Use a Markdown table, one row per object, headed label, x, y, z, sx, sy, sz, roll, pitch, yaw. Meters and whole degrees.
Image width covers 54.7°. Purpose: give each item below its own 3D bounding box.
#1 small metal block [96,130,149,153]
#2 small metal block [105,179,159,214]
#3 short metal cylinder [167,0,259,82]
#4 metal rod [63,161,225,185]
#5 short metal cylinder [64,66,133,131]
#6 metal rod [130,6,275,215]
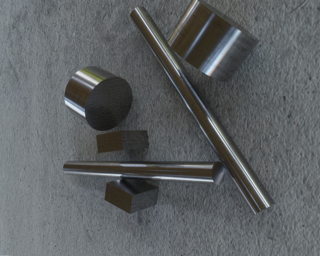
| label | x | y | z | sx | sy | sz | roll | pitch | yaw |
| --- | --- | --- | --- | --- | --- | --- | --- | --- | --- |
| small metal block | -0.052 | 0.019 | 0.431 | 0.050 | 0.050 | 0.025 | -10 | 84 | 39 |
| small metal block | -0.038 | 0.089 | 0.420 | 0.050 | 0.050 | 0.025 | 16 | 102 | 39 |
| short metal cylinder | 0.055 | -0.092 | 0.324 | 0.080 | 0.081 | 0.050 | 50 | 120 | 28 |
| metal rod | -0.047 | 0.058 | 0.431 | 0.300 | 0.025 | 0.025 | -5 | 87 | 43 |
| short metal cylinder | -0.086 | -0.042 | 0.440 | 0.050 | 0.081 | 0.079 | 30 | 109 | 36 |
| metal rod | 0.038 | -0.037 | 0.373 | 0.025 | 0.025 | 0.299 | -44 | 64 | 31 |
